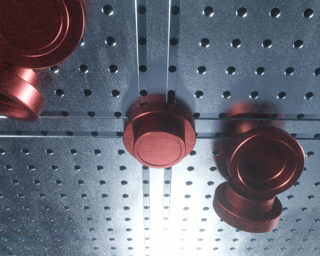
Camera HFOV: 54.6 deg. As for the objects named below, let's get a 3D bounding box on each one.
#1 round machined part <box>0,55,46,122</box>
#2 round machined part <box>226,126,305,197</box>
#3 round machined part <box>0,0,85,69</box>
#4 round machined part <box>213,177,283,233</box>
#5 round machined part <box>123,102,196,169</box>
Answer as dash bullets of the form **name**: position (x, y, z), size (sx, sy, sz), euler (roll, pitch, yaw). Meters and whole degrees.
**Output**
- **round machined part**: position (-0.173, -0.048, 0.340), size (0.098, 0.042, 0.098), euler (15, 158, 7)
- **round machined part**: position (0.140, 0.042, 0.425), size (0.099, 0.042, 0.097), euler (0, 112, 0)
- **round machined part**: position (-0.121, -0.103, 0.287), size (0.099, 0.042, 0.097), euler (-6, 112, -16)
- **round machined part**: position (0.130, 0.104, 0.456), size (0.099, 0.098, 0.042), euler (5, 114, -4)
- **round machined part**: position (-0.001, 0.017, 0.415), size (0.099, 0.042, 0.097), euler (0, 130, 0)
